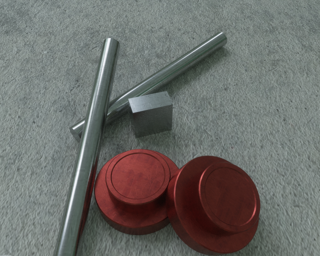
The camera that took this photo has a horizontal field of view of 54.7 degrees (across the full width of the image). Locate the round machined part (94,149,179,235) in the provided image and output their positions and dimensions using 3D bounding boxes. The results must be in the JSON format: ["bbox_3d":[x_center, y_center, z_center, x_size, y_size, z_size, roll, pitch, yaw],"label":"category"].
[{"bbox_3d":[-0.023,0.062,0.340,0.099,0.042,0.098,0,50,0],"label":"round machined part"}]

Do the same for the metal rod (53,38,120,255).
[{"bbox_3d":[-0.080,0.006,0.371,0.025,0.025,0.300,3,58,2],"label":"metal rod"}]

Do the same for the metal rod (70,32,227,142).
[{"bbox_3d":[-0.001,-0.072,0.463,0.025,0.025,0.302,37,59,27],"label":"metal rod"}]

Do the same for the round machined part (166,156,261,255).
[{"bbox_3d":[0.059,0.073,0.308,0.099,0.042,0.098,12,59,-20],"label":"round machined part"}]

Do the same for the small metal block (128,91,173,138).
[{"bbox_3d":[-0.012,-0.017,0.401,0.050,0.050,0.025,-13,52,-11],"label":"small metal block"}]
